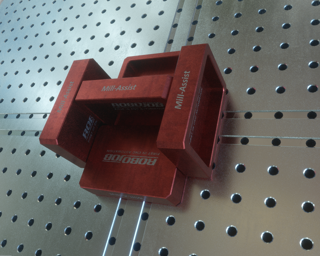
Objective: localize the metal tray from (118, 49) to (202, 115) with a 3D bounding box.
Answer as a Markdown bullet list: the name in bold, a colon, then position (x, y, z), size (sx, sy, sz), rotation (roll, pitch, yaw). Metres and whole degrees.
- **metal tray**: position (-0.001, -0.064, 0.443), size (0.130, 0.030, 0.090), rotation (1, 62, 28)

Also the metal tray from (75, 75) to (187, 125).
- **metal tray**: position (-0.029, -0.026, 0.394), size (0.130, 0.090, 0.030), rotation (1, 63, 28)

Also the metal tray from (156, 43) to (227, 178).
- **metal tray**: position (0.042, -0.019, 0.354), size (0.030, 0.090, 0.130), rotation (1, 62, 28)

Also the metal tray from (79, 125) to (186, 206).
- **metal tray**: position (-0.031, 0.043, 0.392), size (0.130, 0.030, 0.090), rotation (1, 62, 28)

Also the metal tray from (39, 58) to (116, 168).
- **metal tray**: position (-0.101, -0.019, 0.429), size (0.030, 0.090, 0.130), rotation (1, 62, 28)
